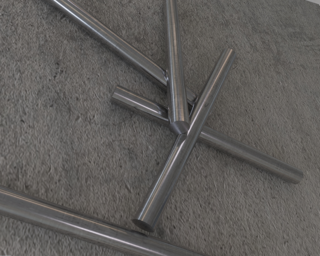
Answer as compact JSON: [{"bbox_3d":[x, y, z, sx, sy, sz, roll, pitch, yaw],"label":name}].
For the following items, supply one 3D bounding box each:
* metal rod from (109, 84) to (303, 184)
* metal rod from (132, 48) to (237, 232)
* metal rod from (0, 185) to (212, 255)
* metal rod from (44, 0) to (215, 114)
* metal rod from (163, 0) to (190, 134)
[{"bbox_3d":[0.074,0.014,0.434,0.302,0.025,0.025,24,53,-14],"label":"metal rod"},{"bbox_3d":[0.045,-0.008,0.399,0.025,0.025,0.301,34,55,-6],"label":"metal rod"},{"bbox_3d":[-0.040,0.112,0.313,0.302,0.025,0.025,24,53,-14],"label":"metal rod"},{"bbox_3d":[-0.049,-0.110,0.444,0.301,0.025,0.025,36,51,-4],"label":"metal rod"},{"bbox_3d":[0.020,-0.116,0.459,0.025,0.025,0.300,16,47,-19],"label":"metal rod"}]
